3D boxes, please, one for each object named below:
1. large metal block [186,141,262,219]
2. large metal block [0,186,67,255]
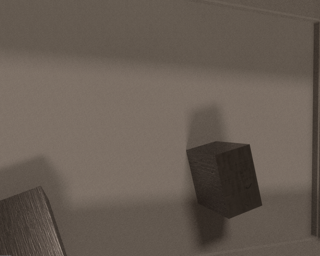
[{"bbox_3d":[0.083,0.064,0.413,0.050,0.080,0.080,-15,95,-20],"label":"large metal block"},{"bbox_3d":[-0.150,0.119,0.324,0.081,0.050,0.080,-19,66,-20],"label":"large metal block"}]
